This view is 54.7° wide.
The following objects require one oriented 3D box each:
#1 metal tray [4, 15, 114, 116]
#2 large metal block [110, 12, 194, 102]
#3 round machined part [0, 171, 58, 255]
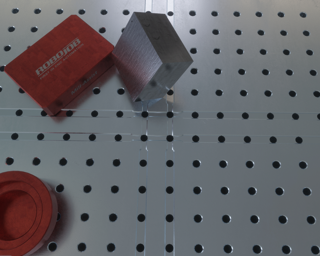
[{"bbox_3d":[-0.138,-0.092,0.441,0.090,0.030,0.130,41,75,14],"label":"metal tray"},{"bbox_3d":[-0.014,-0.092,0.408,0.050,0.080,0.080,-13,68,-38],"label":"large metal block"},{"bbox_3d":[-0.169,0.102,0.364,0.099,0.042,0.098,0,70,0],"label":"round machined part"}]
